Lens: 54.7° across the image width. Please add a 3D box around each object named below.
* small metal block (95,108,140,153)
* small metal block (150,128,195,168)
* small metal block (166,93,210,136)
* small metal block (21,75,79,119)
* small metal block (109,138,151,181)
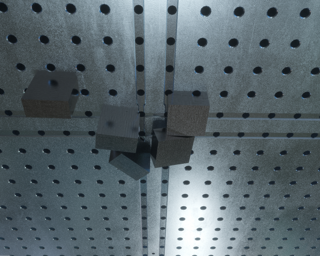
[{"bbox_3d":[-0.053,0.003,0.397,0.050,0.050,0.025,7,130,-7],"label":"small metal block"},{"bbox_3d":[0.016,0.025,0.425,0.050,0.025,0.050,-7,132,-17],"label":"small metal block"},{"bbox_3d":[0.034,-0.017,0.398,0.050,0.025,0.050,1,130,-2],"label":"small metal block"},{"bbox_3d":[-0.126,-0.037,0.362,0.050,0.050,0.025,2,130,-3],"label":"small metal block"},{"bbox_3d":[-0.040,0.036,0.425,0.025,0.050,0.050,-36,122,27],"label":"small metal block"}]
